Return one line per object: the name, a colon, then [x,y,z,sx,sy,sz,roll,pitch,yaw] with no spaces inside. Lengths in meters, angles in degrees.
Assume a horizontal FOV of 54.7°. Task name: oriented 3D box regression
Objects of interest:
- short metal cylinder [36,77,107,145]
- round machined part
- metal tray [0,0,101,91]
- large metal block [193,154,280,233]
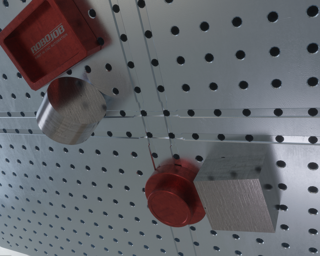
short metal cylinder: [-0.121,-0.024,0.425,0.080,0.080,0.050,42,129,-1]
round machined part: [0.021,0.106,0.455,0.098,0.042,0.097,13,124,20]
metal tray: [-0.152,-0.115,0.417,0.130,0.030,0.090,-21,108,35]
large metal block: [0.099,0.084,0.394,0.080,0.050,0.080,-9,114,32]
